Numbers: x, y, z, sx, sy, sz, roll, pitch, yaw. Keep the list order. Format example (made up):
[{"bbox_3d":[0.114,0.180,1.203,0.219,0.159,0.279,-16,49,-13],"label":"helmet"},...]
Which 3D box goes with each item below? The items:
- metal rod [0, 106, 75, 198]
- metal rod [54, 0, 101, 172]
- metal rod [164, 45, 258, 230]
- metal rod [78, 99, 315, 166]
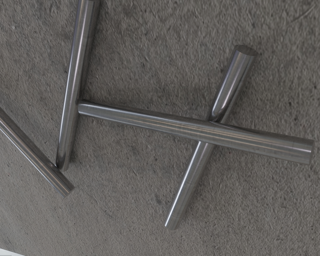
[{"bbox_3d":[-0.253,0.000,0.520,0.300,0.025,0.025,46,129,3],"label":"metal rod"},{"bbox_3d":[-0.126,-0.042,0.447,0.025,0.025,0.298,30,128,9],"label":"metal rod"},{"bbox_3d":[0.053,0.036,0.401,0.025,0.025,0.298,26,128,12],"label":"metal rod"},{"bbox_3d":[0.017,-0.003,0.369,0.300,0.025,0.025,12,124,31],"label":"metal rod"}]
